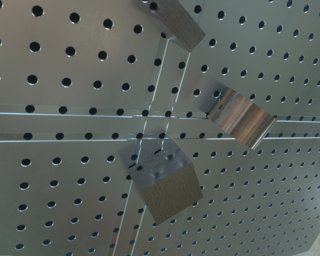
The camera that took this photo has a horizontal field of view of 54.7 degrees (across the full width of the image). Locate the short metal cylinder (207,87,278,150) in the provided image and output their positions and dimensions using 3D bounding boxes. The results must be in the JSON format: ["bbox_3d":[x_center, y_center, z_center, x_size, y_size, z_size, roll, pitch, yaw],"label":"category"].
[{"bbox_3d":[0.114,-0.014,0.431,0.080,0.080,0.050,25,104,-37],"label":"short metal cylinder"}]

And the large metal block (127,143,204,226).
[{"bbox_3d":[0.009,0.082,0.453,0.080,0.050,0.080,-29,129,-11],"label":"large metal block"}]

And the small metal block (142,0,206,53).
[{"bbox_3d":[0.015,-0.113,0.334,0.025,0.050,0.050,-49,129,6],"label":"small metal block"}]
